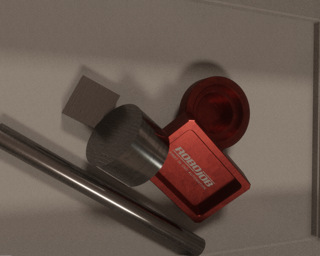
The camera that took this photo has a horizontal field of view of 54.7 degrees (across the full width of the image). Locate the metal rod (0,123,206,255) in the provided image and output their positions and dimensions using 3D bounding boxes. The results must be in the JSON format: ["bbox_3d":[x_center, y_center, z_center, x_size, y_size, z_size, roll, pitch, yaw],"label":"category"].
[{"bbox_3d":[-0.064,0.085,0.387,0.301,0.025,0.025,34,79,-17],"label":"metal rod"}]

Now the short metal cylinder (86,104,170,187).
[{"bbox_3d":[-0.037,0.020,0.351,0.050,0.080,0.080,43,75,-37],"label":"short metal cylinder"}]

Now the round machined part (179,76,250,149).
[{"bbox_3d":[0.071,-0.020,0.429,0.099,0.042,0.097,0,90,-21],"label":"round machined part"}]

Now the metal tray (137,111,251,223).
[{"bbox_3d":[0.042,0.053,0.397,0.090,0.030,0.130,-39,112,11],"label":"metal tray"}]

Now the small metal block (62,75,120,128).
[{"bbox_3d":[-0.085,-0.029,0.380,0.050,0.025,0.050,29,80,-18],"label":"small metal block"}]
